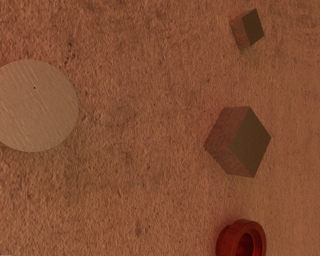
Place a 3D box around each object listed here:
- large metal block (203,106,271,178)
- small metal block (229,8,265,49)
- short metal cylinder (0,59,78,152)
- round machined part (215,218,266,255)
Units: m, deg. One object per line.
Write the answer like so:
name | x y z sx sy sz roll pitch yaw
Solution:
large metal block | 0.126 0.022 0.497 0.080 0.050 0.080 46 62 -30
small metal block | 0.150 -0.171 0.534 0.050 0.025 0.050 -40 114 -33
short metal cylinder | -0.124 -0.019 0.285 0.081 0.050 0.079 0 90 -40
round machined part | 0.128 0.197 0.505 0.099 0.042 0.097 0 90 -40
